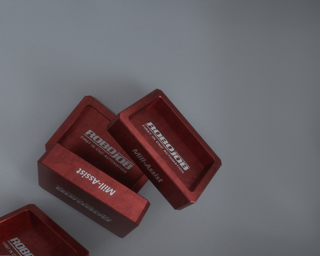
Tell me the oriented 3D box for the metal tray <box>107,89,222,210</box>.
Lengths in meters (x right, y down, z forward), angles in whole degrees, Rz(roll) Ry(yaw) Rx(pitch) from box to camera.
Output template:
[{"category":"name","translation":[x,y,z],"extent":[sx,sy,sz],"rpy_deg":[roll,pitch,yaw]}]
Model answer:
[{"category":"metal tray","translation":[0.009,0.022,0.380],"extent":[0.130,0.091,0.030],"rpy_deg":[50,132,0]}]

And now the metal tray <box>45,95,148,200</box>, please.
[{"category":"metal tray","translation":[-0.070,0.031,0.408],"extent":[0.130,0.030,0.090],"rpy_deg":[39,90,0]}]

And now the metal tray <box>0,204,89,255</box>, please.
[{"category":"metal tray","translation":[-0.152,0.142,0.346],"extent":[0.130,0.091,0.030],"rpy_deg":[21,120,38]}]

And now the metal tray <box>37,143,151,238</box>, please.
[{"category":"metal tray","translation":[-0.084,0.080,0.377],"extent":[0.130,0.090,0.030],"rpy_deg":[33,56,0]}]
